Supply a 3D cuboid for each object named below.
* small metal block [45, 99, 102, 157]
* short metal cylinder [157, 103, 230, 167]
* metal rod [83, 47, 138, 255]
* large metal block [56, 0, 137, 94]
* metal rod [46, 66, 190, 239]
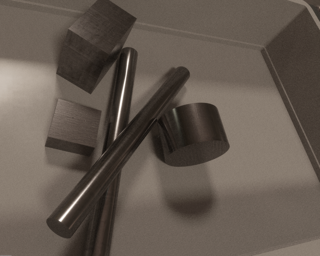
[{"bbox_3d":[-0.098,0.000,0.354,0.050,0.025,0.050,16,55,-20],"label":"small metal block"},{"bbox_3d":[0.041,0.011,0.387,0.081,0.080,0.050,2,61,-28],"label":"short metal cylinder"},{"bbox_3d":[-0.054,0.017,0.367,0.025,0.025,0.300,17,55,-19],"label":"metal rod"},{"bbox_3d":[-0.081,-0.103,0.391,0.050,0.080,0.080,32,51,-8],"label":"large metal block"},{"bbox_3d":[-0.025,0.000,0.367,0.025,0.025,0.301,38,43,-3],"label":"metal rod"}]
